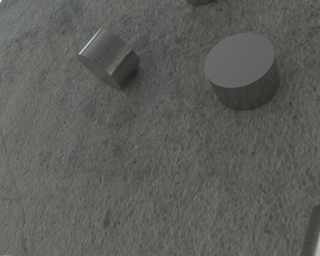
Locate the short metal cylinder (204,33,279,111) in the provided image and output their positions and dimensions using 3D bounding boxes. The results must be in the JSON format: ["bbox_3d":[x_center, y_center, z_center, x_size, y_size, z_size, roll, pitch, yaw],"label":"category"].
[{"bbox_3d":[0.100,-0.068,0.376,0.080,0.050,0.080,-13,56,20],"label":"short metal cylinder"}]

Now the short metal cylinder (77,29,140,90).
[{"bbox_3d":[-0.077,-0.103,0.471,0.080,0.080,0.050,28,77,37],"label":"short metal cylinder"}]

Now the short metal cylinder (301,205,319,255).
[{"bbox_3d":[0.151,0.097,0.230,0.080,0.080,0.050,12,68,33],"label":"short metal cylinder"}]

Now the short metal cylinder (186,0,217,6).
[{"bbox_3d":[0.069,-0.246,0.502,0.080,0.050,0.080,-13,56,20],"label":"short metal cylinder"}]
